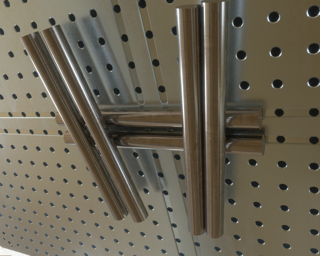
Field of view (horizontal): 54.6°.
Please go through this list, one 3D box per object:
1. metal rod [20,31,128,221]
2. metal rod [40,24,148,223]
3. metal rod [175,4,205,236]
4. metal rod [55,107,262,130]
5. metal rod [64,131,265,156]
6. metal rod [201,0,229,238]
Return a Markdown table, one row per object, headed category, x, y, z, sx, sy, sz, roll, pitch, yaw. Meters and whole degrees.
| category | x | y | z | sx | sy | sz | roll | pitch | yaw |
| --- | --- | --- | --- | --- | --- | --- | --- | --- | --- |
| metal rod | -0.115 | 0.011 | 0.448 | 0.025 | 0.025 | 0.299 | -8 | 114 | 32 |
| metal rod | -0.082 | 0.009 | 0.429 | 0.025 | 0.025 | 0.299 | -8 | 115 | 32 |
| metal rod | 0.040 | 0.014 | 0.368 | 0.025 | 0.025 | 0.298 | 9 | 122 | 24 |
| metal rod | -0.021 | -0.013 | 0.415 | 0.300 | 0.025 | 0.025 | 1 | 119 | 27 |
| metal rod | -0.013 | 0.017 | 0.430 | 0.300 | 0.025 | 0.025 | 1 | 119 | 27 |
| metal rod | 0.063 | 0.013 | 0.355 | 0.025 | 0.025 | 0.298 | 9 | 122 | 24 |
